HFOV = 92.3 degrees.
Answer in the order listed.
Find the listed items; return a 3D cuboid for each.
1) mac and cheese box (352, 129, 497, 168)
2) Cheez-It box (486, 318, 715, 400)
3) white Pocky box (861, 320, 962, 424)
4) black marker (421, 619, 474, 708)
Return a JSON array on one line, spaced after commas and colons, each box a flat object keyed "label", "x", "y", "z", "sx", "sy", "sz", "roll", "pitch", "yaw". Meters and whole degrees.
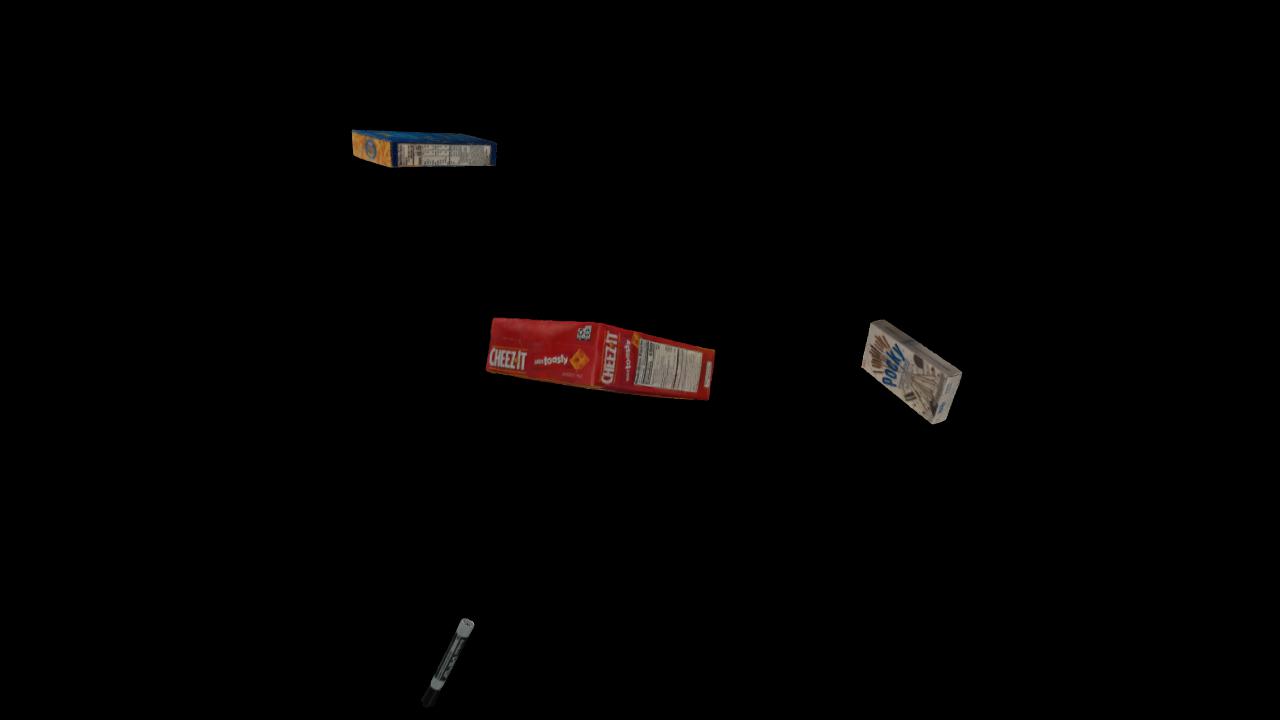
[{"label": "mac and cheese box", "x": -0.309, "y": -0.308, "z": 0.898, "sx": 0.093, "sy": 0.041, "sz": 0.184, "roll": 25, "pitch": 29, "yaw": 29}, {"label": "Cheez-It box", "x": -0.039, "y": 0.002, "z": 0.718, "sx": 0.166, "sy": 0.071, "sz": 0.223, "roll": 4, "pitch": -5, "yaw": 38}, {"label": "white Pocky box", "x": 0.381, "y": 0.013, "z": 0.875, "sx": 0.028, "sy": 0.084, "sz": 0.154, "roll": -13, "pitch": 36, "yaw": -18}, {"label": "black marker", "x": -0.250, "y": 0.394, "z": 0.796, "sx": 0.020, "sy": 0.121, "sz": 0.020, "roll": 27, "pitch": 0, "yaw": 0}]
